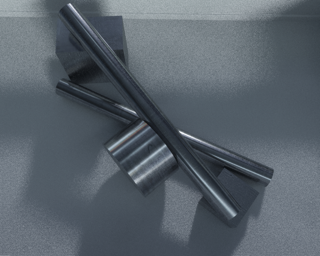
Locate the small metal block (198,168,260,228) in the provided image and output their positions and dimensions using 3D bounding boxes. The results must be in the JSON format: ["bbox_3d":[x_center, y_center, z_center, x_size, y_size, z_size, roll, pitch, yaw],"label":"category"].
[{"bbox_3d":[0.083,0.085,0.378,0.050,0.025,0.050,36,74,12],"label":"small metal block"}]

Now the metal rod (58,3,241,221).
[{"bbox_3d":[-0.014,-0.020,0.354,0.025,0.025,0.300,-39,87,-13],"label":"metal rod"}]

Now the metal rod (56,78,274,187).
[{"bbox_3d":[0.000,0.003,0.407,0.301,0.025,0.025,24,72,8],"label":"metal rod"}]

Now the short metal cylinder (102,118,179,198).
[{"bbox_3d":[-0.023,0.034,0.365,0.050,0.080,0.080,-38,75,-13],"label":"short metal cylinder"}]

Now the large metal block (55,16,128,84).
[{"bbox_3d":[-0.086,-0.102,0.416,0.081,0.080,0.050,-3,70,-2],"label":"large metal block"}]
